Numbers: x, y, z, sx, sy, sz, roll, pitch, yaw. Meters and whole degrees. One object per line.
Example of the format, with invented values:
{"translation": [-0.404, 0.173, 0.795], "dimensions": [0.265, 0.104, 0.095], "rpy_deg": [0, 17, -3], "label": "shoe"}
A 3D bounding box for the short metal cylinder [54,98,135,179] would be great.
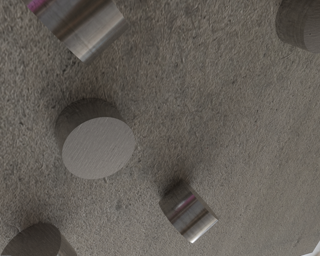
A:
{"translation": [-0.076, 0.012, 0.356], "dimensions": [0.081, 0.050, 0.079], "rpy_deg": [-14, 124, -21], "label": "short metal cylinder"}

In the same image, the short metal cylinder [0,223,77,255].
{"translation": [-0.153, 0.170, 0.393], "dimensions": [0.080, 0.080, 0.050], "rpy_deg": [-27, 128, -12], "label": "short metal cylinder"}

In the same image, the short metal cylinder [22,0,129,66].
{"translation": [-0.073, -0.101, 0.269], "dimensions": [0.050, 0.080, 0.080], "rpy_deg": [-43, 129, 1], "label": "short metal cylinder"}

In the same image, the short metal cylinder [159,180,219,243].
{"translation": [0.044, 0.126, 0.473], "dimensions": [0.050, 0.080, 0.080], "rpy_deg": [-43, 129, 1], "label": "short metal cylinder"}

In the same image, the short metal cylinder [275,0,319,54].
{"translation": [0.203, -0.145, 0.411], "dimensions": [0.081, 0.050, 0.079], "rpy_deg": [-14, 124, -21], "label": "short metal cylinder"}
